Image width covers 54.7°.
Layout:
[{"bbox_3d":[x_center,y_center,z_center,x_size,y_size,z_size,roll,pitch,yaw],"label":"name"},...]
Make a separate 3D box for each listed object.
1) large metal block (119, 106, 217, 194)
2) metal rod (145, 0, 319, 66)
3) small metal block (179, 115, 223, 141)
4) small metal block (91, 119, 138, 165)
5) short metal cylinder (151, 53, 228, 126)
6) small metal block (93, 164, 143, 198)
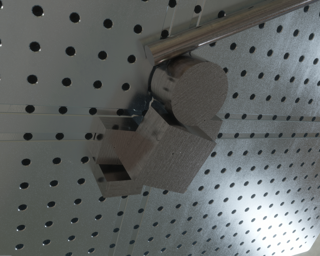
[{"bbox_3d":[0.010,0.029,0.388,0.080,0.050,0.080,21,107,-36],"label":"large metal block"},{"bbox_3d":[0.122,-0.143,0.391,0.302,0.025,0.025,-24,128,-14],"label":"metal rod"},{"bbox_3d":[0.056,0.005,0.447,0.050,0.025,0.050,2,118,-30],"label":"small metal block"},{"bbox_3d":[-0.055,0.019,0.394,0.050,0.025,0.050,6,116,-31],"label":"small metal block"},{"bbox_3d":[0.036,-0.049,0.383,0.081,0.050,0.079,-15,122,-25],"label":"short metal cylinder"},{"bbox_3d":[-0.055,0.063,0.406,0.050,0.050,0.025,1,118,-29],"label":"small metal block"}]
